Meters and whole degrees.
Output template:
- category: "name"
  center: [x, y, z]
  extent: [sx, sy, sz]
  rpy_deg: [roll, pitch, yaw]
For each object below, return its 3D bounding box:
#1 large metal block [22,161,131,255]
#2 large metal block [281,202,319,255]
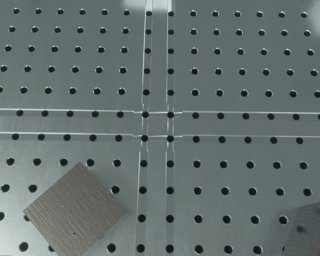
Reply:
- category: "large metal block"
  center: [-0.093, 0.100, 0.362]
  extent: [0.080, 0.050, 0.080]
  rpy_deg: [-42, 75, -14]
- category: "large metal block"
  center: [0.178, 0.130, 0.336]
  extent: [0.050, 0.080, 0.080]
  rpy_deg: [27, 72, 9]
